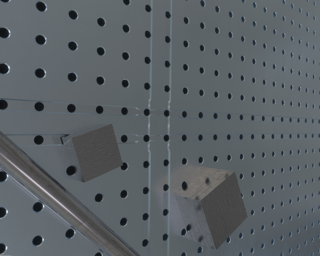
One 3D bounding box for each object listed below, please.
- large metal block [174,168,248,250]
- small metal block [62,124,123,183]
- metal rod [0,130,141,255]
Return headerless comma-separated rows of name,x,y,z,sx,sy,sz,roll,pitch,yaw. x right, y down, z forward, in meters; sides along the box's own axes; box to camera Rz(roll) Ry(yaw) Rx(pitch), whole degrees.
large metal block,0.077,0.115,0.458,0.081,0.050,0.080,-30,109,-36
small metal block,-0.075,0.026,0.347,0.050,0.025,0.050,-22,104,-38
metal rod,-0.077,0.109,0.344,0.300,0.025,0.025,52,60,-27
